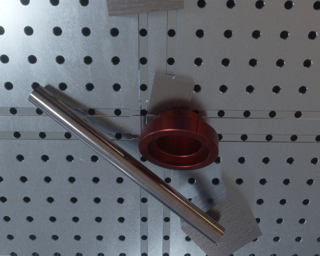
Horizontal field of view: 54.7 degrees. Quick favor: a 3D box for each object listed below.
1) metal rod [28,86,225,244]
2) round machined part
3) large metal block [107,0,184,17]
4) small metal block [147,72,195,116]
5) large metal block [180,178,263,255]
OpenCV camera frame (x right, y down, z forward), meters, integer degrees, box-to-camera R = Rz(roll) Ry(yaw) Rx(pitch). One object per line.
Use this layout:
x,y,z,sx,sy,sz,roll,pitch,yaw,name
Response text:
-0.041,0.048,0.401,0.300,0.025,0.025,38,106,-2,metal rod
0.025,0.013,0.393,0.099,0.042,0.098,5,145,4,round machined part
-0.018,-0.168,0.338,0.080,0.050,0.079,-5,110,2,large metal block
0.013,-0.041,0.398,0.050,0.025,0.050,11,110,-4,small metal block
0.085,0.134,0.450,0.080,0.050,0.080,-38,106,13,large metal block
